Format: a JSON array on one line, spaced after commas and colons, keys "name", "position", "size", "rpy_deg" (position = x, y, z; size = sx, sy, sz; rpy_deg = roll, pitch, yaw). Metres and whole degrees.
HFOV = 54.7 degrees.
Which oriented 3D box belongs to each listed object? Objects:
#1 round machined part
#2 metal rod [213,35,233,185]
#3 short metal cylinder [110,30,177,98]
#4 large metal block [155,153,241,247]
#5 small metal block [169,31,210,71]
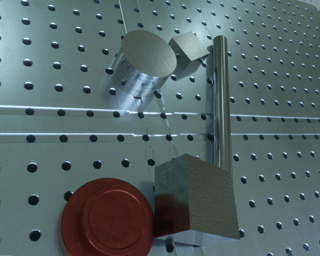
[{"name": "round machined part", "position": [-0.049, 0.096, 0.313], "size": [0.099, 0.042, 0.098], "rpy_deg": [14, 56, -21]}, {"name": "metal rod", "position": [0.096, -0.036, 0.483], "size": [0.025, 0.025, 0.300], "rpy_deg": [19, 54, -18]}, {"name": "short metal cylinder", "position": [-0.024, -0.090, 0.435], "size": [0.081, 0.050, 0.080], "rpy_deg": [14, 56, -21]}, {"name": "large metal block", "position": [0.041, 0.084, 0.350], "size": [0.080, 0.050, 0.080], "rpy_deg": [25, 51, -36]}, {"name": "small metal block", "position": [0.046, -0.129, 0.514], "size": [0.050, 0.025, 0.050], "rpy_deg": [-30, 79, -38]}]
